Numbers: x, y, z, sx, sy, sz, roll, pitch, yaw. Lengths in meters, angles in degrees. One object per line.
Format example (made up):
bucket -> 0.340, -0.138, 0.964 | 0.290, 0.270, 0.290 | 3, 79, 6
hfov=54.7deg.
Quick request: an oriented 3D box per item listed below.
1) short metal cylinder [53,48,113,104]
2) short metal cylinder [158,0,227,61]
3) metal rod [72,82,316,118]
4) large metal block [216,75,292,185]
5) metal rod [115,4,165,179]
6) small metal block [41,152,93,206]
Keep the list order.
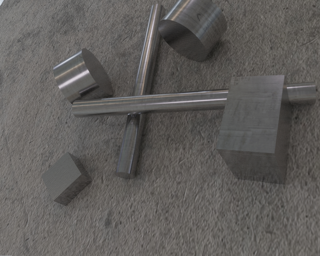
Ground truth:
short metal cylinder -> -0.116, -0.074, 0.475 | 0.050, 0.080, 0.080 | -28, 52, 11
short metal cylinder -> 0.045, -0.139, 0.430 | 0.080, 0.080, 0.050 | 29, 78, 37
metal rod -> 0.027, -0.033, 0.387 | 0.301, 0.025, 0.025 | -2, 61, 19
large metal block -> 0.100, 0.003, 0.314 | 0.050, 0.080, 0.080 | 3, 63, 29
metal rod -> -0.024, -0.071, 0.459 | 0.025, 0.025, 0.300 | -5, 59, 25
small metal block -> -0.129, 0.070, 0.429 | 0.050, 0.025, 0.050 | -44, 51, -2
